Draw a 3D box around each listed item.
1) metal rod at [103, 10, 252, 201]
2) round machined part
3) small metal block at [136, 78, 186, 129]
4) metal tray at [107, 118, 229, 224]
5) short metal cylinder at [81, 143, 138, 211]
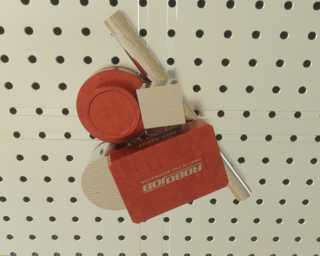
[{"bbox_3d":[0.032,-0.017,0.403,0.025,0.025,0.300,-35,107,12],"label":"metal rod"},{"bbox_3d":[-0.057,-0.024,0.390,0.099,0.042,0.097,0,110,1],"label":"round machined part"},{"bbox_3d":[0.003,-0.030,0.373,0.050,0.025,0.050,-8,113,8],"label":"small metal block"},{"bbox_3d":[0.011,0.053,0.385,0.131,0.030,0.090,-21,110,-6],"label":"metal tray"},{"bbox_3d":[-0.060,0.063,0.418,0.081,0.050,0.079,0,110,0],"label":"short metal cylinder"}]
